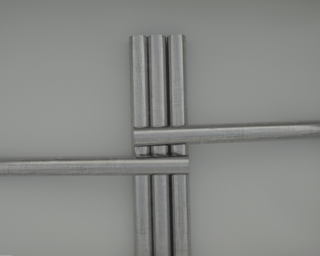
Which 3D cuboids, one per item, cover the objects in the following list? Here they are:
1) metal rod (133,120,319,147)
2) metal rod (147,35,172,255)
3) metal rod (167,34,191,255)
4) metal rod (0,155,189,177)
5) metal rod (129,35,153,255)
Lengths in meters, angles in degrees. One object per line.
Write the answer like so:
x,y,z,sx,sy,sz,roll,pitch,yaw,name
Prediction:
0.118,0.005,0.394,0.302,0.025,0.025,-2,90,-7,metal rod
0.000,0.029,0.410,0.025,0.025,0.298,-1,90,-1,metal rod
0.026,0.028,0.410,0.025,0.025,0.298,-1,90,-1,metal rod
-0.115,0.048,0.393,0.302,0.025,0.025,-1,90,5,metal rod
-0.025,0.030,0.410,0.025,0.025,0.298,-1,90,-1,metal rod
